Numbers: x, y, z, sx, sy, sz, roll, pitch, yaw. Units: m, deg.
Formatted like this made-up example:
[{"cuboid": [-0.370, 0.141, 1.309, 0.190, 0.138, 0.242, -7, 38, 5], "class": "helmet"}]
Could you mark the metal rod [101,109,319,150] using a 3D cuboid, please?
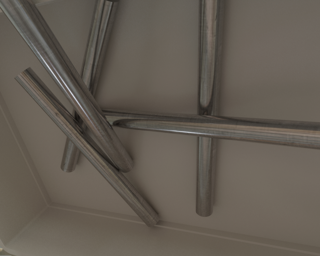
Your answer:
[{"cuboid": [0.027, -0.004, 0.361, 0.300, 0.025, 0.025, 6, 121, 35], "class": "metal rod"}]

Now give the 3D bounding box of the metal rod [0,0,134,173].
[{"cuboid": [-0.086, -0.027, 0.353, 0.025, 0.025, 0.299, 10, 149, 22], "class": "metal rod"}]

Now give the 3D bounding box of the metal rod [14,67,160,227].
[{"cuboid": [-0.096, 0.040, 0.457, 0.025, 0.025, 0.300, -22, 115, 36], "class": "metal rod"}]

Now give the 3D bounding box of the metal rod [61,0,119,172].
[{"cuboid": [-0.107, -0.040, 0.438, 0.025, 0.025, 0.298, 31, 128, 8], "class": "metal rod"}]

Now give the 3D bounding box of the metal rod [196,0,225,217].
[{"cuboid": [0.057, -0.009, 0.372, 0.025, 0.025, 0.298, 11, 123, 22], "class": "metal rod"}]
